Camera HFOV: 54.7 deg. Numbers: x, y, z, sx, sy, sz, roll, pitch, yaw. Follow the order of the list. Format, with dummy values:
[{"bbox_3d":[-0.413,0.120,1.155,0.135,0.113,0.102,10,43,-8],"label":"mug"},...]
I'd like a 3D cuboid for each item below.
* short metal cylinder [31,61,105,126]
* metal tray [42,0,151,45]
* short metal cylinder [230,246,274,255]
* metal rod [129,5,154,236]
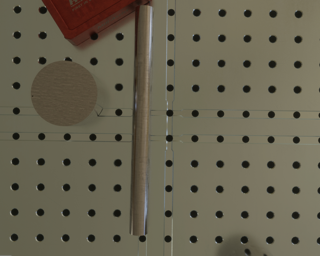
[{"bbox_3d":[-0.116,-0.042,0.400,0.081,0.050,0.080,0,90,0],"label":"short metal cylinder"},{"bbox_3d":[-0.086,-0.182,0.409,0.130,0.030,0.090,-32,90,0],"label":"metal tray"},{"bbox_3d":[0.126,0.203,0.402,0.081,0.050,0.080,0,90,0],"label":"short metal cylinder"},{"bbox_3d":[-0.024,-0.010,0.412,0.025,0.025,0.298,2,90,0],"label":"metal rod"}]
